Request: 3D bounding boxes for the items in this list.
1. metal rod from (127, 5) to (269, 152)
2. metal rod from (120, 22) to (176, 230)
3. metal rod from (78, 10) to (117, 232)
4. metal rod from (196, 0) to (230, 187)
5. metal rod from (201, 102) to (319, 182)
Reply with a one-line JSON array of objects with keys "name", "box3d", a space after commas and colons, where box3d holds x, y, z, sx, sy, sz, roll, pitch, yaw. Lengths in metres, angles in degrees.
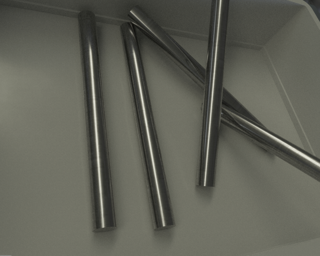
[{"name": "metal rod", "box3d": [0.070, -0.072, 0.473, 0.300, 0.025, 0.025, 42, 51, -6]}, {"name": "metal rod", "box3d": [-0.022, -0.021, 0.408, 0.025, 0.025, 0.299, 3, 60, -27]}, {"name": "metal rod", "box3d": [-0.081, -0.029, 0.380, 0.025, 0.025, 0.299, 4, 60, -27]}, {"name": "metal rod", "box3d": [0.074, -0.073, 0.417, 0.025, 0.025, 0.298, 10, 81, -24]}, {"name": "metal rod", "box3d": [0.176, 0.038, 0.395, 0.300, 0.025, 0.025, 35, 45, 30]}]
